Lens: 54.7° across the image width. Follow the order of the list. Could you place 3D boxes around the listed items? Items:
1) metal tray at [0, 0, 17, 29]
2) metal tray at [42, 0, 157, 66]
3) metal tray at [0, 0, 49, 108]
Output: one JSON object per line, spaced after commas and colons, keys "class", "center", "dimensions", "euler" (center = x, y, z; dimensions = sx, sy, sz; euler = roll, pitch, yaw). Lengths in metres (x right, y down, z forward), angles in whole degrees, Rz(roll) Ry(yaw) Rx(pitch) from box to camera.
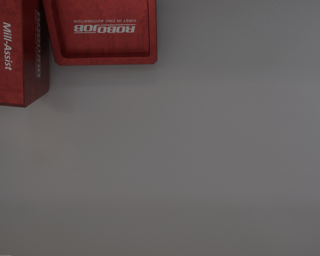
{"class": "metal tray", "center": [-0.219, -0.149, 0.352], "dimensions": [0.090, 0.130, 0.030], "euler": [-30, 87, 6]}
{"class": "metal tray", "center": [-0.069, -0.126, 0.386], "dimensions": [0.131, 0.030, 0.089], "euler": [-1, 123, 0]}
{"class": "metal tray", "center": [-0.157, -0.097, 0.358], "dimensions": [0.030, 0.090, 0.129], "euler": [5, 108, -4]}
